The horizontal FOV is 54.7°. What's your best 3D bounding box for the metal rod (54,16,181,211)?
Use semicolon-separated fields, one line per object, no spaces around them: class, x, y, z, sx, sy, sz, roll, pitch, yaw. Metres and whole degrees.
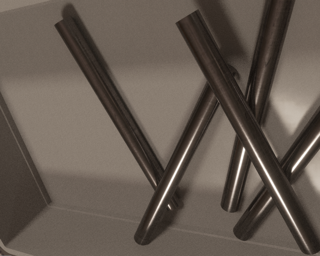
metal rod;-0.051;-0.008;0.428;0.025;0.025;0.299;-18;109;35

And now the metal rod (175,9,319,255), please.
metal rod;0.102;0.017;0.330;0.025;0.025;0.299;-22;107;36

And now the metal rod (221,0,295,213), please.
metal rod;0.103;-0.019;0.342;0.025;0.025;0.298;16;125;19

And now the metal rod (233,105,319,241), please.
metal rod;0.154;0.036;0.349;0.025;0.025;0.298;27;128;11

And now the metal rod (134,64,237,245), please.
metal rod;0.021;0.053;0.406;0.025;0.025;0.298;28;121;10
